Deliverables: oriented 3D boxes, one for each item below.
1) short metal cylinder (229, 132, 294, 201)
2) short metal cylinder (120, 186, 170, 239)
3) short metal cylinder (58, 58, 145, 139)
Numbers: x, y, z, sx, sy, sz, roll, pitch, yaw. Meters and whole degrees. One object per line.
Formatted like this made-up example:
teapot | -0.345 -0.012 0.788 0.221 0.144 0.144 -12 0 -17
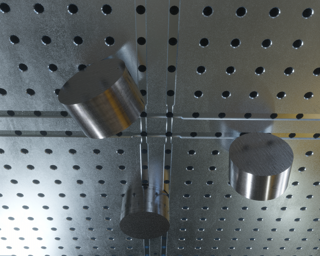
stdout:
short metal cylinder | 0.135 0.051 0.420 0.080 0.080 0.050 -6 130 4
short metal cylinder | -0.024 0.141 0.515 0.081 0.050 0.079 0 130 0
short metal cylinder | -0.064 -0.034 0.346 0.080 0.080 0.050 -17 128 14
